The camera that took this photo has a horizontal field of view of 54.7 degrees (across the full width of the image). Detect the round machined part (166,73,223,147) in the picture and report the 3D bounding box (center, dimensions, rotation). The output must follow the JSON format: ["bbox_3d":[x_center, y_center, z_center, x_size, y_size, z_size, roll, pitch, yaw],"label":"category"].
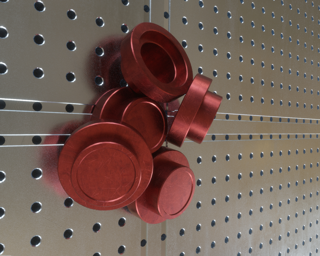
[{"bbox_3d":[0.048,-0.018,0.402,0.042,0.098,0.098,25,69,6],"label":"round machined part"}]

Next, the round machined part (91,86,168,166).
[{"bbox_3d":[-0.029,-0.003,0.374,0.099,0.042,0.097,0,90,-40],"label":"round machined part"}]

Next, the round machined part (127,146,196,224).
[{"bbox_3d":[0.007,0.075,0.390,0.099,0.042,0.097,-16,113,-43],"label":"round machined part"}]

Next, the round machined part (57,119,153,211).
[{"bbox_3d":[-0.056,0.042,0.322,0.099,0.042,0.097,-2,103,-10],"label":"round machined part"}]

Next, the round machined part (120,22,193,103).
[{"bbox_3d":[-0.009,-0.075,0.378,0.099,0.042,0.098,23,54,-36],"label":"round machined part"}]
